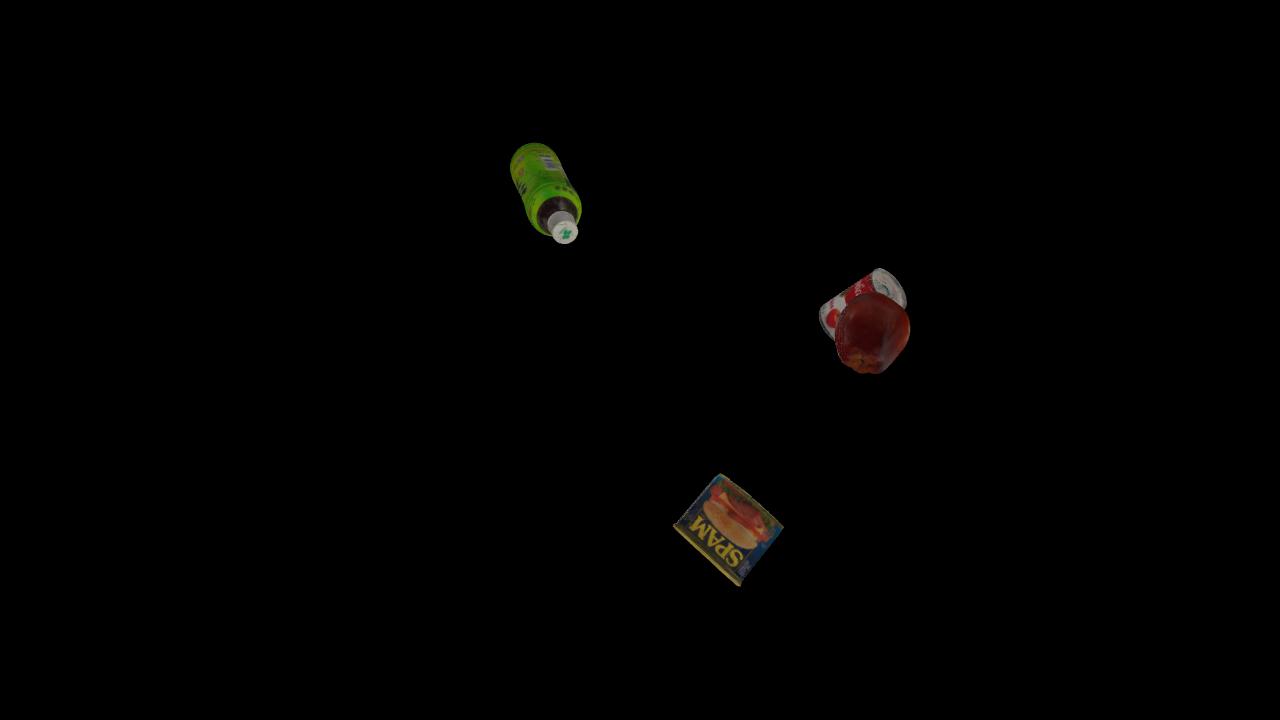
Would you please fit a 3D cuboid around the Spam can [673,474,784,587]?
[{"bbox_3d":[0.104,0.197,0.723,0.101,0.085,0.058,41,-12,10],"label":"Spam can"}]

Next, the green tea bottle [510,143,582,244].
[{"bbox_3d":[-0.117,-0.210,0.783,0.073,0.073,0.212,0,35,-21],"label":"green tea bottle"}]

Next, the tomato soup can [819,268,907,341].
[{"bbox_3d":[0.311,-0.074,0.867,0.068,0.068,0.101,0,-25,-34],"label":"tomato soup can"}]

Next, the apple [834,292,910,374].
[{"bbox_3d":[0.254,-0.031,0.676,0.079,0.093,0.079,24,-29,14],"label":"apple"}]
